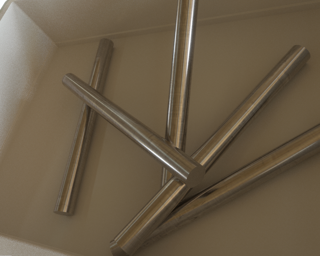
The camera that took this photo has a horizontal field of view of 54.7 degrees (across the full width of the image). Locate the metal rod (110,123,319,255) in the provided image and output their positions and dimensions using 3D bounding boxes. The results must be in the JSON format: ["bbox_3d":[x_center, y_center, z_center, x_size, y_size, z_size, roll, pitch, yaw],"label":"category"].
[{"bbox_3d":[0.078,0.060,0.327,0.300,0.025,0.025,-31,52,7],"label":"metal rod"}]

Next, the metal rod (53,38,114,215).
[{"bbox_3d":[-0.110,-0.019,0.475,0.025,0.025,0.299,-7,58,24],"label":"metal rod"}]

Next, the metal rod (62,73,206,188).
[{"bbox_3d":[-0.056,-0.015,0.399,0.025,0.025,0.300,-49,47,-7],"label":"metal rod"}]

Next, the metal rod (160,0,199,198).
[{"bbox_3d":[0.025,-0.069,0.361,0.025,0.025,0.298,4,86,30],"label":"metal rod"}]

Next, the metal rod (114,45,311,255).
[{"bbox_3d":[0.066,0.015,0.342,0.301,0.025,0.025,-45,51,-11],"label":"metal rod"}]
